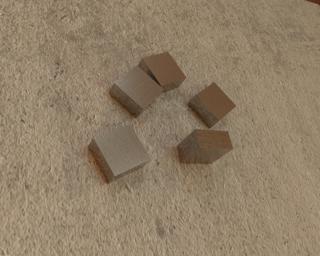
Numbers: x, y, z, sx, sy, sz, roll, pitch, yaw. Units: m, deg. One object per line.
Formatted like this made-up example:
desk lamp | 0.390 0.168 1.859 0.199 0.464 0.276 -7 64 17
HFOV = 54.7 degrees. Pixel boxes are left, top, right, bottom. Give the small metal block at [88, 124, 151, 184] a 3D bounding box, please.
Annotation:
small metal block | -0.047 0.029 0.360 0.050 0.025 0.050 -22 74 -36

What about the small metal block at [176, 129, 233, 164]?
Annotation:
small metal block | 0.057 0.025 0.403 0.050 0.050 0.025 4 60 -26

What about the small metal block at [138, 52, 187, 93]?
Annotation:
small metal block | 0.002 -0.080 0.453 0.050 0.025 0.050 -24 75 -37

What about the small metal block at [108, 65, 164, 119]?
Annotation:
small metal block | -0.031 -0.049 0.417 0.050 0.025 0.050 42 51 0

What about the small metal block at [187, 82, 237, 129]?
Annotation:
small metal block | 0.079 -0.035 0.467 0.050 0.025 0.050 49 51 6
